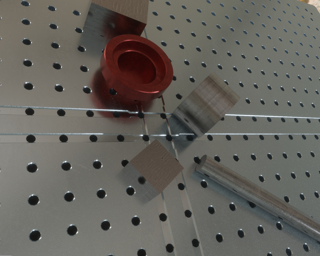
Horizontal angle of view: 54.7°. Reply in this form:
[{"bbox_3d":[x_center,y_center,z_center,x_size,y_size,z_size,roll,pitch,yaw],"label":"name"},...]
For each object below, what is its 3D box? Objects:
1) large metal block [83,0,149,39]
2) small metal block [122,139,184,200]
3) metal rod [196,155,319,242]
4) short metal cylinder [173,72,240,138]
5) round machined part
[{"bbox_3d":[-0.064,-0.180,0.469,0.081,0.050,0.080,15,55,-20],"label":"large metal block"},{"bbox_3d":[-0.008,0.050,0.375,0.050,0.025,0.050,47,51,4],"label":"small metal block"},{"bbox_3d":[0.183,0.122,0.434,0.301,0.025,0.025,31,52,-9],"label":"metal rod"},{"bbox_3d":[0.063,-0.031,0.428,0.050,0.080,0.080,45,51,2],"label":"short metal cylinder"},{"bbox_3d":[-0.035,-0.078,0.428,0.099,0.042,0.098,14,56,-21],"label":"round machined part"}]
